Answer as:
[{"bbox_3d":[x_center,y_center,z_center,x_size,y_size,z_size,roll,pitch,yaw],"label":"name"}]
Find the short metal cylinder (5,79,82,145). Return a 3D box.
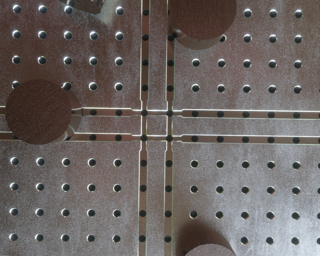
[{"bbox_3d":[-0.147,-0.020,0.400,0.081,0.050,0.079,0,90,0],"label":"short metal cylinder"}]

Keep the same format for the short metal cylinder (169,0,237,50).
[{"bbox_3d":[0.053,-0.147,0.401,0.081,0.050,0.079,0,90,0],"label":"short metal cylinder"}]

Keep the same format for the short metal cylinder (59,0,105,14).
[{"bbox_3d":[-0.103,-0.185,0.385,0.080,0.080,0.050,21,90,0],"label":"short metal cylinder"}]

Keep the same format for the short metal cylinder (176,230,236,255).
[{"bbox_3d":[0.061,0.180,0.401,0.081,0.050,0.079,0,90,0],"label":"short metal cylinder"}]
